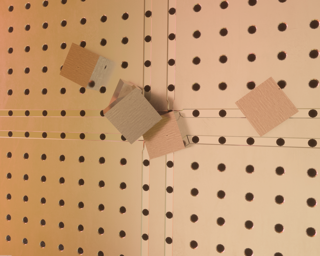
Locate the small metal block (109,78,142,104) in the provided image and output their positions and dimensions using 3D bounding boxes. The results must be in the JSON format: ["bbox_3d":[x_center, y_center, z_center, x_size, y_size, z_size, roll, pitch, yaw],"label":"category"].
[{"bbox_3d":[-0.049,-0.036,0.414,0.025,0.050,0.050,22,99,-18],"label":"small metal block"}]

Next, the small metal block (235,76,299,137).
[{"bbox_3d":[0.126,-0.024,0.368,0.050,0.025,0.050,-37,78,16],"label":"small metal block"}]

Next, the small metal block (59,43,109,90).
[{"bbox_3d":[-0.111,-0.089,0.452,0.050,0.025,0.050,28,99,18],"label":"small metal block"}]

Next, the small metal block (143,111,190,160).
[{"bbox_3d":[0.006,0.010,0.411,0.050,0.025,0.050,-20,84,19],"label":"small metal block"}]

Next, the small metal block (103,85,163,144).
[{"bbox_3d":[-0.034,-0.017,0.383,0.050,0.025,0.050,-40,109,0],"label":"small metal block"}]
